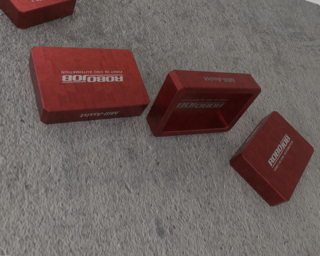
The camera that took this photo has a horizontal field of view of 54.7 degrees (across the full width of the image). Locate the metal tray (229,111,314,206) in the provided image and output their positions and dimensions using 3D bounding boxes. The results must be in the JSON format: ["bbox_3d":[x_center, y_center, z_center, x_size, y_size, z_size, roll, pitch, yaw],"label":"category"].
[{"bbox_3d":[0.172,0.042,0.467,0.090,0.030,0.131,46,51,4],"label":"metal tray"}]

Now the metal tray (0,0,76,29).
[{"bbox_3d":[-0.189,-0.201,0.420,0.130,0.030,0.091,48,51,5],"label":"metal tray"}]

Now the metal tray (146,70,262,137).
[{"bbox_3d":[0.057,-0.031,0.408,0.131,0.089,0.030,-3,52,-30],"label":"metal tray"}]

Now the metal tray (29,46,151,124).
[{"bbox_3d":[-0.087,-0.056,0.388,0.131,0.030,0.090,-7,65,-31],"label":"metal tray"}]
